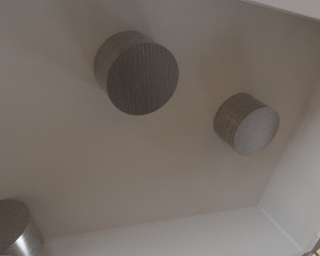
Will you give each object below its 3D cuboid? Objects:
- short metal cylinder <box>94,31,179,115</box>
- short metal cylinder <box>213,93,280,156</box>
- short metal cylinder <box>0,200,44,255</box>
[{"bbox_3d":[-0.027,-0.061,0.340,0.081,0.050,0.079,-14,124,-21],"label":"short metal cylinder"},{"bbox_3d":[0.127,-0.005,0.458,0.081,0.050,0.079,-14,124,-21],"label":"short metal cylinder"},{"bbox_3d":[-0.181,0.129,0.354,0.081,0.080,0.050,-20,126,-17],"label":"short metal cylinder"}]
